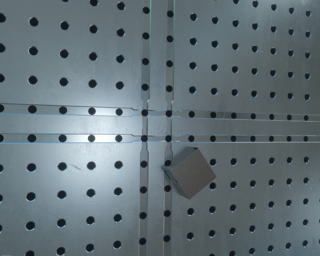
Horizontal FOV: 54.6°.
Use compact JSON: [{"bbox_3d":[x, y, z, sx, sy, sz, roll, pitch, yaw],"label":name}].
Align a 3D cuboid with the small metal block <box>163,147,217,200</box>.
[{"bbox_3d":[0.041,0.061,0.428,0.050,0.025,0.050,-36,102,-16],"label":"small metal block"}]
